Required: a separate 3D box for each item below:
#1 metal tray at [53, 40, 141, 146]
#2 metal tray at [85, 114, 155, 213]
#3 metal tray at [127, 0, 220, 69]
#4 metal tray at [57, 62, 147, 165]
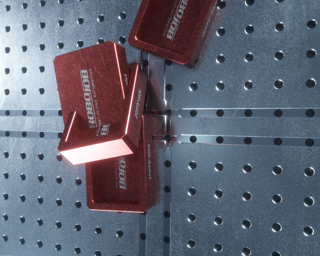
[{"bbox_3d":[-0.081,-0.036,0.399,0.090,0.030,0.129,-11,88,18],"label":"metal tray"},{"bbox_3d":[-0.057,0.047,0.428,0.090,0.030,0.129,-3,89,19],"label":"metal tray"},{"bbox_3d":[0.023,-0.154,0.401,0.090,0.030,0.129,24,98,18],"label":"metal tray"},{"bbox_3d":[-0.068,-0.022,0.393,0.090,0.030,0.130,-12,47,19],"label":"metal tray"}]
